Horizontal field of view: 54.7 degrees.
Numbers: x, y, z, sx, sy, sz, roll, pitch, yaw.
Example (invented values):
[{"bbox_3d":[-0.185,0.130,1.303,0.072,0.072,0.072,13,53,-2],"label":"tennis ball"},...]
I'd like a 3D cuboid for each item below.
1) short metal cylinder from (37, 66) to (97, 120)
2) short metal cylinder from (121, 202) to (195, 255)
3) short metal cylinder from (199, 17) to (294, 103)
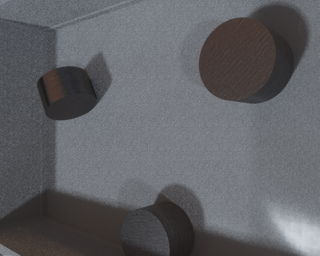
[{"bbox_3d":[-0.147,-0.054,0.493,0.080,0.081,0.050,-36,68,34],"label":"short metal cylinder"},{"bbox_3d":[-0.004,0.138,0.394,0.080,0.050,0.080,0,90,40],"label":"short metal cylinder"},{"bbox_3d":[0.088,-0.066,0.318,0.080,0.050,0.080,0,90,40],"label":"short metal cylinder"}]
